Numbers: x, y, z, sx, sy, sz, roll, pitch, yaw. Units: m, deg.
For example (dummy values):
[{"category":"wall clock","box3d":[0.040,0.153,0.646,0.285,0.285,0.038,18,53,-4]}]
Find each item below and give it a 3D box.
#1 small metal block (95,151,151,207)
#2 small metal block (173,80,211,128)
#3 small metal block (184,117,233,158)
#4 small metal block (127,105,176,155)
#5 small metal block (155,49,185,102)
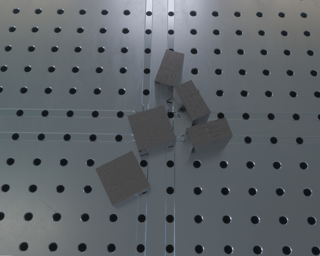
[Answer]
[{"category":"small metal block","box3d":[-0.045,0.064,0.388,0.050,0.025,0.050,-26,72,-9]},{"category":"small metal block","box3d":[0.040,-0.027,0.409,0.025,0.050,0.050,-26,72,-9]},{"category":"small metal block","box3d":[0.059,0.013,0.394,0.050,0.050,0.025,-15,71,-5]},{"category":"small metal block","box3d":[-0.011,0.003,0.411,0.050,0.025,0.050,-17,71,-6]},{"category":"small metal block","box3d":[0.013,-0.070,0.424,0.025,0.050,0.050,17,71,6]}]
